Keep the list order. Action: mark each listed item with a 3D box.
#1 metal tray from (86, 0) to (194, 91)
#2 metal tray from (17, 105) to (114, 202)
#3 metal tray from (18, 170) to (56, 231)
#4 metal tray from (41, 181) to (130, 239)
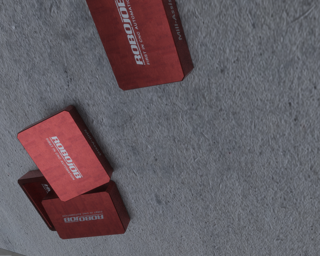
[{"bbox_3d":[-0.024,-0.112,0.347,0.090,0.030,0.129,-5,116,30],"label":"metal tray"},{"bbox_3d":[-0.143,0.041,0.480,0.090,0.030,0.130,-25,107,8],"label":"metal tray"},{"bbox_3d":[-0.206,0.141,0.599,0.090,0.030,0.129,-12,113,33],"label":"metal tray"},{"bbox_3d":[-0.128,0.145,0.538,0.130,0.030,0.090,-11,112,16],"label":"metal tray"}]
